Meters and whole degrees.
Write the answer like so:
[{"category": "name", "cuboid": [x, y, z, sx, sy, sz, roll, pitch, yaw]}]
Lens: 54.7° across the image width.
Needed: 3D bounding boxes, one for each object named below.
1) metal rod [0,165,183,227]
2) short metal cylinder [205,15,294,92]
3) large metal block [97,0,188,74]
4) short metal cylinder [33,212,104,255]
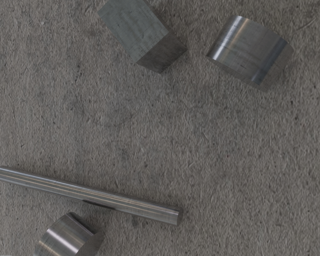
[{"category": "metal rod", "cuboid": [-0.115, 0.094, 0.449, 0.301, 0.025, 0.025, 9, 93, 19]}, {"category": "short metal cylinder", "cuboid": [0.098, -0.081, 0.345, 0.080, 0.080, 0.050, 34, 101, 16]}, {"category": "large metal block", "cuboid": [-0.018, -0.120, 0.386, 0.050, 0.080, 0.080, -40, 78, 16]}, {"category": "short metal cylinder", "cuboid": [-0.123, 0.163, 0.423, 0.050, 0.080, 0.080, 29, 99, 18]}]
